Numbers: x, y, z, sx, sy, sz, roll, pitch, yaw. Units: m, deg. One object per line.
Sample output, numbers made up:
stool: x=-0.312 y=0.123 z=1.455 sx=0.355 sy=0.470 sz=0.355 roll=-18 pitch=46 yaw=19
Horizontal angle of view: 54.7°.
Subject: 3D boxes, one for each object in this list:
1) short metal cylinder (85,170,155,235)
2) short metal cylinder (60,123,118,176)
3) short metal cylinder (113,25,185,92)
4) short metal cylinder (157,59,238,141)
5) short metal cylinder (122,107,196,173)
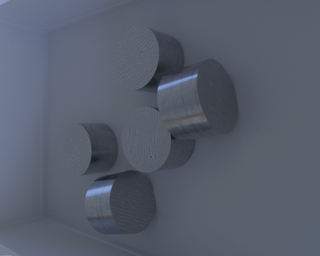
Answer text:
short metal cylinder: x=-0.052 y=0.100 z=0.414 sx=0.050 sy=0.081 sz=0.080 roll=-18 pitch=79 yaw=39
short metal cylinder: x=-0.111 y=0.032 z=0.483 sx=0.080 sy=0.050 sz=0.080 roll=0 pitch=90 yaw=40
short metal cylinder: x=-0.015 y=-0.087 z=0.403 sx=0.080 sy=0.050 sz=0.080 roll=0 pitch=90 yaw=40
short metal cylinder: x=0.042 y=-0.029 z=0.336 sx=0.050 sy=0.081 sz=0.080 roll=-13 pitch=82 yaw=39
short metal cylinder: x=-0.002 y=0.014 z=0.393 sx=0.080 sy=0.050 sz=0.080 roll=0 pitch=90 yaw=40
